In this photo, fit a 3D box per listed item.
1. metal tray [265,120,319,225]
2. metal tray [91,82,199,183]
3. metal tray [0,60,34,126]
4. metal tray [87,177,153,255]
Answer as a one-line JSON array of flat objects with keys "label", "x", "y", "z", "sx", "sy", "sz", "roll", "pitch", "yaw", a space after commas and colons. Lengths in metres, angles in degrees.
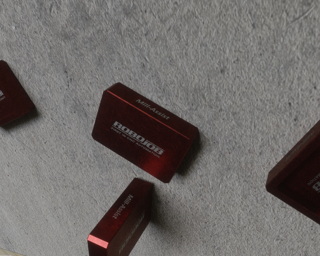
[{"label": "metal tray", "x": 0.189, "y": 0.044, "z": 0.331, "sx": 0.090, "sy": 0.030, "sz": 0.129, "roll": 33, "pitch": 129, "yaw": 6}, {"label": "metal tray", "x": -0.024, "y": 0.008, "z": 0.421, "sx": 0.130, "sy": 0.030, "sz": 0.089, "roll": 31, "pitch": 128, "yaw": 8}, {"label": "metal tray", "x": -0.282, "y": -0.049, "z": 0.521, "sx": 0.130, "sy": 0.030, "sz": 0.090, "roll": -17, "pitch": 110, "yaw": 34}, {"label": "metal tray", "x": -0.054, "y": 0.147, "z": 0.458, "sx": 0.030, "sy": 0.131, "sz": 0.089, "roll": 17, "pitch": 125, "yaw": 19}]
